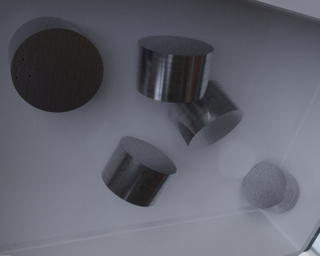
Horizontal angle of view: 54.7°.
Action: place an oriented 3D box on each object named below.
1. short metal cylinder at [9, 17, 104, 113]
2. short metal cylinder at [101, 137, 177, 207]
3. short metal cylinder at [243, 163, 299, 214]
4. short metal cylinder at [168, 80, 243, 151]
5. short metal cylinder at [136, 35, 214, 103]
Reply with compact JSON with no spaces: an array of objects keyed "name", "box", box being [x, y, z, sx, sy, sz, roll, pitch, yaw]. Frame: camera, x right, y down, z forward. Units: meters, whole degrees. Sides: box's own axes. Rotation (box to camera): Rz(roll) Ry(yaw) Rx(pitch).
[{"name":"short metal cylinder","box":[-0.101,-0.062,0.300,0.081,0.050,0.079,-14,125,-21]},{"name":"short metal cylinder","box":[-0.026,0.054,0.394,0.080,0.080,0.050,21,107,-36]},{"name":"short metal cylinder","box":[0.197,0.108,0.551,0.050,0.080,0.080,28,103,-38]},{"name":"short metal cylinder","box":[0.058,-0.015,0.397,0.080,0.050,0.080,-26,155,-13]},{"name":"short metal cylinder","box":[0.015,-0.067,0.341,0.081,0.080,0.050,-9,122,-24]}]
